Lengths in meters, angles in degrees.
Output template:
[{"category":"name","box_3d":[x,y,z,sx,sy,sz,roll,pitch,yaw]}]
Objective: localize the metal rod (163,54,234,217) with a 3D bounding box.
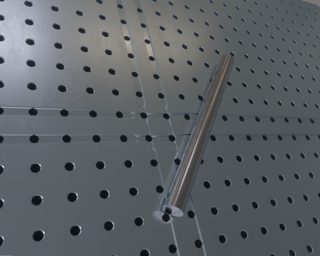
[{"category":"metal rod","box_3d":[0.066,-0.011,0.449,0.025,0.025,0.301,32,52,-8]}]
